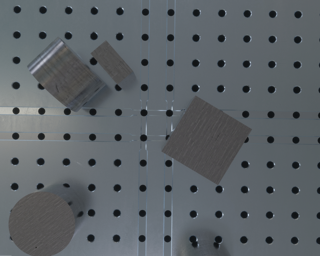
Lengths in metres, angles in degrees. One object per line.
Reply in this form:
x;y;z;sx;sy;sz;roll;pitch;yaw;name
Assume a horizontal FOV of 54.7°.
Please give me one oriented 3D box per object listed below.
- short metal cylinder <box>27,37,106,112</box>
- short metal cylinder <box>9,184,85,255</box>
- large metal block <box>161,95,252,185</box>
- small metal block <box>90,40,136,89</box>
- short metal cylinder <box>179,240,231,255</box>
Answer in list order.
-0.114;-0.066;0.385;0.050;0.080;0.080;-44;90;0;short metal cylinder
-0.143;0.117;0.400;0.081;0.050;0.079;0;90;0;short metal cylinder
0.057;0.015;0.401;0.080;0.050;0.080;31;90;0;large metal block
-0.058;-0.080;0.400;0.025;0.050;0.050;-41;90;0;small metal block
0.062;0.195;0.402;0.081;0.050;0.079;0;90;0;short metal cylinder
